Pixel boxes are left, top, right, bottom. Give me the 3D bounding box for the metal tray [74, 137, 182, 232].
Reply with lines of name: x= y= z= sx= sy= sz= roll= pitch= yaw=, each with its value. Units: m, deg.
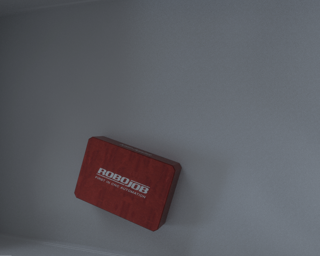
metal tray: x=-0.046 y=0.072 z=0.423 sx=0.130 sy=0.030 sz=0.089 roll=18 pitch=96 yaw=18
